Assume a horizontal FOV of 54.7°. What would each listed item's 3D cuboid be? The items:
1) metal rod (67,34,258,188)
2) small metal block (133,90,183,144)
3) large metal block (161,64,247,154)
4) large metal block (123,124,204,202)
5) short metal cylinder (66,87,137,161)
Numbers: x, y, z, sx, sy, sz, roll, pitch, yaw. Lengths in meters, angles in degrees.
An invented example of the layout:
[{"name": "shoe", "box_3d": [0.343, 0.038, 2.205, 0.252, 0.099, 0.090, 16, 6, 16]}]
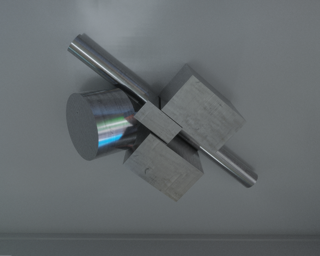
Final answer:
[{"name": "metal rod", "box_3d": [0.013, -0.014, 0.406, 0.301, 0.025, 0.025, 37, 106, -13]}, {"name": "small metal block", "box_3d": [-0.002, -0.015, 0.367, 0.050, 0.050, 0.025, 39, 105, -14]}, {"name": "large metal block", "box_3d": [0.048, -0.027, 0.372, 0.080, 0.080, 0.050, 38, 105, -13]}, {"name": "large metal block", "box_3d": [0.004, 0.034, 0.394, 0.080, 0.080, 0.050, 37, 106, -13]}, {"name": "short metal cylinder", "box_3d": [-0.071, -0.006, 0.371, 0.050, 0.080, 0.079, -15, 116, -37]}]
